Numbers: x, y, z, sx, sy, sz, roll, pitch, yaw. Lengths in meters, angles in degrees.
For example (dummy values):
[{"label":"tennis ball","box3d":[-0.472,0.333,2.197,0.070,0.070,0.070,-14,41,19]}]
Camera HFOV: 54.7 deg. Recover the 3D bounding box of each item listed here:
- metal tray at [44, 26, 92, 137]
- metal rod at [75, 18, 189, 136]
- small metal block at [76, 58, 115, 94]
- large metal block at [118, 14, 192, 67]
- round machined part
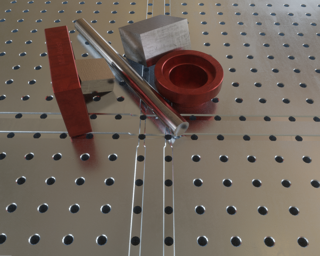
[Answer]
[{"label":"metal tray","box3d":[-0.124,-0.064,0.417,0.030,0.089,0.130,-14,52,-11]},{"label":"metal rod","box3d":[-0.058,-0.093,0.484,0.025,0.025,0.300,-28,56,-22]},{"label":"small metal block","box3d":[-0.101,-0.079,0.464,0.050,0.025,0.050,-11,51,-28]},{"label":"large metal block","box3d":[-0.009,-0.142,0.493,0.081,0.050,0.080,-25,33,-20]},{"label":"round machined part","box3d":[0.041,-0.068,0.455,0.099,0.042,0.098,1,50,0]}]
